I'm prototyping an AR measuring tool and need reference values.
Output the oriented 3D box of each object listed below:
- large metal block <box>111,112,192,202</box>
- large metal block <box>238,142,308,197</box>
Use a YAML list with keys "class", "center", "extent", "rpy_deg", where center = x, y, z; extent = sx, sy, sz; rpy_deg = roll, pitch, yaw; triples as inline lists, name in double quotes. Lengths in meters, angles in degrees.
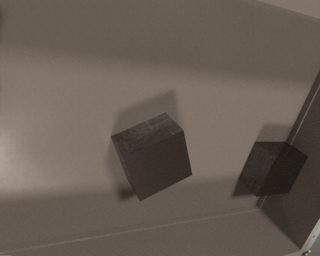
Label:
- class: "large metal block"
  center: [-0.009, 0.038, 0.412]
  extent: [0.081, 0.050, 0.080]
  rpy_deg: [-24, 128, -14]
- class: "large metal block"
  center: [0.199, 0.071, 0.548]
  extent: [0.081, 0.050, 0.079]
  rpy_deg: [2, 118, -30]
